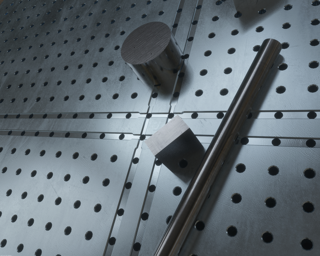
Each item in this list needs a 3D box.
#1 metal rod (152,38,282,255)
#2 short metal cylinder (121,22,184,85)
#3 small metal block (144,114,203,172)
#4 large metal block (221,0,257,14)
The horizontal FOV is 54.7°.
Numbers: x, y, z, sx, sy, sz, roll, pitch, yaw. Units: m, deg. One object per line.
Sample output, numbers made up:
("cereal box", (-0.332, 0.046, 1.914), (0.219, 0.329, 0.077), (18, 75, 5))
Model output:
("metal rod", (0.072, 0.019, 0.358), (0.025, 0.025, 0.300), (19, 71, 35))
("short metal cylinder", (-0.011, -0.112, 0.465), (0.080, 0.050, 0.080), (-13, 56, 20))
("small metal block", (0.018, 0.019, 0.370), (0.050, 0.050, 0.025), (-39, 51, 1))
("large metal block", (0.124, -0.233, 0.469), (0.080, 0.050, 0.080), (-34, 52, 5))
